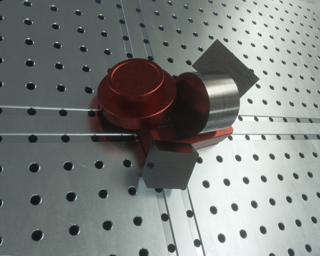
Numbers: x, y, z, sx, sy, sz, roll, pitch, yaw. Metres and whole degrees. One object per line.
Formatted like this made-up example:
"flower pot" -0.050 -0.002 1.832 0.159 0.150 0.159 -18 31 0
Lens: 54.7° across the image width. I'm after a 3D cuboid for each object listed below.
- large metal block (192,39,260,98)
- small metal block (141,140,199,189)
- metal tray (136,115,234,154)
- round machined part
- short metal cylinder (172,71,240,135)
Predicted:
"large metal block" 0.098 -0.083 0.466 0.080 0.050 0.080 44 15 1
"small metal block" 0.011 0.044 0.364 0.050 0.050 0.025 7 24 -24
"metal tray" 0.029 -0.014 0.427 0.131 0.030 0.090 -12 68 -33
"round machined part" -0.029 -0.049 0.383 0.099 0.042 0.098 -1 51 1
"short metal cylinder" 0.056 -0.033 0.403 0.050 0.080 0.080 -9 67 -33
